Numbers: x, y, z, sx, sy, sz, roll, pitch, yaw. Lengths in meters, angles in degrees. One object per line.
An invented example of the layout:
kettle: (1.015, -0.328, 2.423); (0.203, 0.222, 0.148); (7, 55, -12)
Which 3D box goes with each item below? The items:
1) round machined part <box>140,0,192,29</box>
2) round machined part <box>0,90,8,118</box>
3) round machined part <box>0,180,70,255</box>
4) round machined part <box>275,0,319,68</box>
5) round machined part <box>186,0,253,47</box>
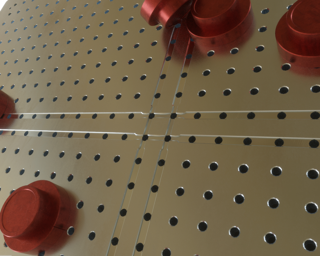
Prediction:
round machined part: (0.020, -0.194, 0.484); (0.098, 0.098, 0.042); (-41, 89, 0)
round machined part: (-0.356, -0.043, 0.613); (0.098, 0.042, 0.098); (-13, 56, 21)
round machined part: (-0.175, 0.116, 0.419); (0.098, 0.042, 0.098); (-13, 56, 21)
round machined part: (0.191, -0.125, 0.374); (0.098, 0.042, 0.098); (-13, 56, 21)
round machined part: (0.084, -0.172, 0.459); (0.098, 0.042, 0.098); (-13, 56, 21)
